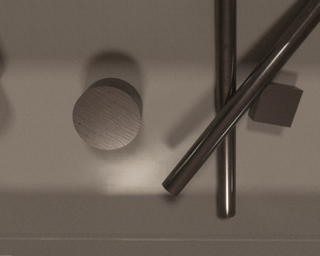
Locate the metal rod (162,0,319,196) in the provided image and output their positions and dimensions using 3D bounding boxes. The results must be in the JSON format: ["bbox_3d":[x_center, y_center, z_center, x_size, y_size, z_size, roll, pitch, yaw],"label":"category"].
[{"bbox_3d":[0.104,-0.039,0.374,0.025,0.025,0.299,37,97,-13],"label":"metal rod"}]

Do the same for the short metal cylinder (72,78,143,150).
[{"bbox_3d":[-0.063,-0.019,0.390,0.081,0.050,0.079,0,110,-1],"label":"short metal cylinder"}]

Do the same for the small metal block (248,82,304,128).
[{"bbox_3d":[0.149,-0.032,0.402,0.050,0.025,0.050,10,110,-4],"label":"small metal block"}]

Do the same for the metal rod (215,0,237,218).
[{"bbox_3d":[0.087,-0.014,0.407,0.025,0.025,0.298,-5,110,1],"label":"metal rod"}]
